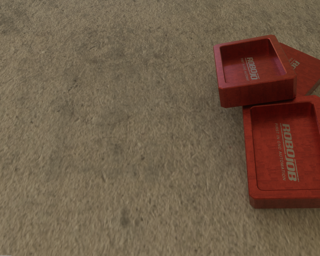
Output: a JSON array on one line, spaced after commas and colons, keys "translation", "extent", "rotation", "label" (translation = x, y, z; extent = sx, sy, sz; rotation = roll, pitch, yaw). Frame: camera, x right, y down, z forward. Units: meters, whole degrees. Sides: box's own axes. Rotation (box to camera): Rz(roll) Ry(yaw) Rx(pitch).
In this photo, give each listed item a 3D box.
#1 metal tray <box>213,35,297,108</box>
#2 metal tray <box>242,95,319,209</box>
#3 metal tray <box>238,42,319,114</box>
[{"translation": [0.123, -0.081, 0.422], "extent": [0.090, 0.030, 0.130], "rotation": [-8, 37, 12], "label": "metal tray"}, {"translation": [0.146, 0.025, 0.357], "extent": [0.090, 0.030, 0.130], "rotation": [-5, 55, 15], "label": "metal tray"}, {"translation": [0.180, -0.072, 0.463], "extent": [0.090, 0.030, 0.131], "rotation": [35, 58, 25], "label": "metal tray"}]
